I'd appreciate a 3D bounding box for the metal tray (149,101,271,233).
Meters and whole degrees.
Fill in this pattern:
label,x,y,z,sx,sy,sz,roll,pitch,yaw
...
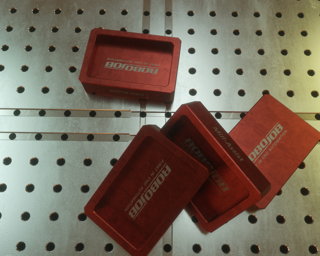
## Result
label,x,y,z,sx,sy,sz,roll,pitch,yaw
metal tray,0.050,0.044,0.362,0.030,0.090,0.130,-18,65,-49

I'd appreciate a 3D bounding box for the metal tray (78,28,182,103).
label,x,y,z,sx,sy,sz,roll,pitch,yaw
metal tray,-0.040,-0.090,0.441,0.131,0.030,0.090,7,70,2

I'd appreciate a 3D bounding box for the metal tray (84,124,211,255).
label,x,y,z,sx,sy,sz,roll,pitch,yaw
metal tray,-0.015,0.072,0.355,0.090,0.030,0.130,38,98,12

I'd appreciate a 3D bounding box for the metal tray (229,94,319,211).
label,x,y,z,sx,sy,sz,roll,pitch,yaw
metal tray,0.131,0.029,0.400,0.090,0.030,0.130,41,75,13
